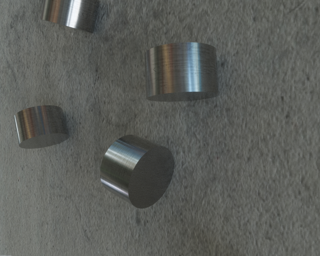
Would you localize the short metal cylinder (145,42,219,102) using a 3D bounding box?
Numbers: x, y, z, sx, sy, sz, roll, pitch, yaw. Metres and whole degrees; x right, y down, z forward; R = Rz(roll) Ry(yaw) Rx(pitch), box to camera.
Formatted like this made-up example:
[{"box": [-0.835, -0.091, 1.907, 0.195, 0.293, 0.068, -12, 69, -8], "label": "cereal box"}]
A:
[{"box": [0.024, -0.059, 0.348, 0.080, 0.081, 0.050, -4, 87, 39], "label": "short metal cylinder"}]

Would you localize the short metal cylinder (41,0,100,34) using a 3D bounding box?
[{"box": [-0.139, -0.183, 0.481, 0.080, 0.081, 0.050, 25, 106, 37], "label": "short metal cylinder"}]

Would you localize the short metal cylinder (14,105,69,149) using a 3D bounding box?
[{"box": [-0.204, 0.000, 0.534, 0.080, 0.081, 0.050, -26, 74, 37], "label": "short metal cylinder"}]

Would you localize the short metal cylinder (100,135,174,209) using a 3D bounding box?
[{"box": [-0.027, 0.053, 0.390, 0.050, 0.081, 0.079, 19, 102, 38], "label": "short metal cylinder"}]
